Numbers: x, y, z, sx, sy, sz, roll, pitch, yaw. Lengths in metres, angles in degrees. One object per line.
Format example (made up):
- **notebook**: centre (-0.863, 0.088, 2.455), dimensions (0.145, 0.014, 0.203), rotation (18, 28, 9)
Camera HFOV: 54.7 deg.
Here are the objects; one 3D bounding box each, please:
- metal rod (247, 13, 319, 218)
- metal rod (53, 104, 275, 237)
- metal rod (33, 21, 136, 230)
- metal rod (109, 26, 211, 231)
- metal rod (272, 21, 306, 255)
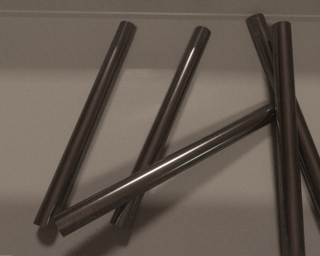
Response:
- **metal rod**: centre (0.176, -0.028, 0.422), dimensions (0.025, 0.025, 0.299), rotation (-11, 70, -4)
- **metal rod**: centre (0.022, 0.042, 0.374), dimensions (0.302, 0.025, 0.025), rotation (-26, 72, -18)
- **metal rod**: centre (-0.093, -0.018, 0.414), dimensions (0.025, 0.025, 0.299), rotation (16, 71, 5)
- **metal rod**: centre (0.008, -0.013, 0.414), dimensions (0.025, 0.025, 0.300), rotation (21, 71, 7)
- **metal rod**: centre (0.160, 0.005, 0.391), dimensions (0.025, 0.025, 0.299), rotation (2, 77, 0)
